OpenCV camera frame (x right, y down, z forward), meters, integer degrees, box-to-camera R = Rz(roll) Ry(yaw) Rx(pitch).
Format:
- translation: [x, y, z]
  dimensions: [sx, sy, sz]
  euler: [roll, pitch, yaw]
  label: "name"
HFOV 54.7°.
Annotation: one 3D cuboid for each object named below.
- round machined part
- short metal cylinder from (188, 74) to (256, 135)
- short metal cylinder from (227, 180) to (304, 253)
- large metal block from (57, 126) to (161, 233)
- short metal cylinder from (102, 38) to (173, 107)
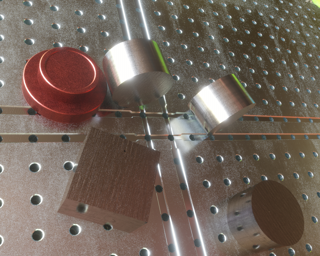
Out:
- translation: [-0.111, -0.059, 0.373]
  dimensions: [0.099, 0.042, 0.098]
  euler: [14, 56, -21]
  label: "round machined part"
- translation: [0.087, -0.032, 0.439]
  dimensions: [0.081, 0.080, 0.050]
  euler: [-23, 74, -36]
  label: "short metal cylinder"
- translation: [0.133, 0.113, 0.395]
  dimensions: [0.081, 0.050, 0.080]
  euler: [14, 56, -21]
  label: "short metal cylinder"
- translation: [-0.052, 0.056, 0.330]
  dimensions: [0.080, 0.050, 0.080]
  euler: [22, 54, -15]
  label: "large metal block"
- translation: [-0.029, -0.069, 0.399]
  dimensions: [0.081, 0.080, 0.050]
  euler: [-7, 65, -31]
  label: "short metal cylinder"
